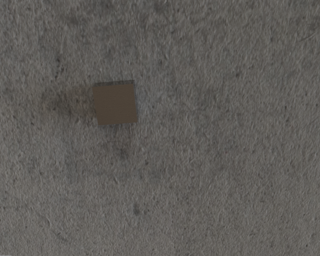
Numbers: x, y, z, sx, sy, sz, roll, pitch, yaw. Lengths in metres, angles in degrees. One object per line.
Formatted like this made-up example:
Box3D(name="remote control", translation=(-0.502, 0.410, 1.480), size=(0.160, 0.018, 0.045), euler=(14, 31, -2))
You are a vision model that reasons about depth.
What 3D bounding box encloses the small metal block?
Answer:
Box3D(name="small metal block", translation=(-0.056, -0.033, 0.397), size=(0.050, 0.025, 0.050), euler=(-4, 110, 1))
